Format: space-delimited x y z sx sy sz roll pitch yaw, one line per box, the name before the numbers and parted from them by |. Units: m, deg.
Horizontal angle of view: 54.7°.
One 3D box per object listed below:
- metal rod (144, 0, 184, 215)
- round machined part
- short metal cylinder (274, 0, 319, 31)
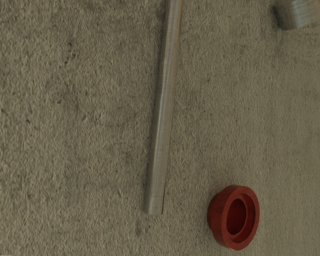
metal rod | 0.006 -0.039 0.411 0.025 0.025 0.298 10 84 -40
round machined part | 0.113 0.139 0.491 0.099 0.042 0.097 0 90 -40
short metal cylinder | 0.267 -0.229 0.596 0.080 0.080 0.050 -41 115 -33
